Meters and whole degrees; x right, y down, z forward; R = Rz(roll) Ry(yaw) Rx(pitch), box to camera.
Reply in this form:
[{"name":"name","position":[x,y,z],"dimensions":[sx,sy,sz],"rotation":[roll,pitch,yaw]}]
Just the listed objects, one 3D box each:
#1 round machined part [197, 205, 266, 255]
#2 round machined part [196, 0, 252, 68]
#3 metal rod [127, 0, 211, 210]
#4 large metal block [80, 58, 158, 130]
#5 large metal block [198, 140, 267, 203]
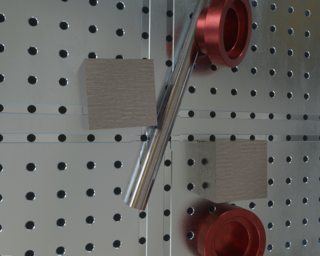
[{"name":"round machined part","position":[0.097,0.158,0.440],"dimensions":[0.099,0.042,0.097],"rotation":[0,90,-20]},{"name":"round machined part","position":[0.084,-0.133,0.418],"dimensions":[0.099,0.042,0.097],"rotation":[-23,119,-48]},{"name":"metal rod","position":[0.017,-0.038,0.418],"dimensions":[0.025,0.025,0.299],"rotation":[21,83,-19]},{"name":"large metal block","position":[-0.052,-0.040,0.380],"dimensions":[0.081,0.050,0.079],"rotation":[-4,92,-20]},{"name":"large metal block","position":[0.102,0.057,0.437],"dimensions":[0.081,0.050,0.079],"rotation":[-1,90,-20]}]
